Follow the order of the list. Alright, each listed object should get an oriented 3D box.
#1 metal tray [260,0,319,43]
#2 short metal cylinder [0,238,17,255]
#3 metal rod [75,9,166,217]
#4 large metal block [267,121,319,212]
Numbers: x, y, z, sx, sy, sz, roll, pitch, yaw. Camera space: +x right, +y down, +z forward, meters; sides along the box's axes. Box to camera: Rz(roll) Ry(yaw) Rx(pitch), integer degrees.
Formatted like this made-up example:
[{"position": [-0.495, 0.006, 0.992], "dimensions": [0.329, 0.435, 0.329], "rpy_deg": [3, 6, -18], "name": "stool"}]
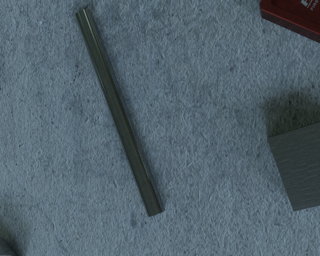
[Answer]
[{"position": [0.183, -0.170, 0.341], "dimensions": [0.090, 0.030, 0.129], "rpy_deg": [32, 100, 16], "name": "metal tray"}, {"position": [-0.261, 0.214, 0.469], "dimensions": [0.050, 0.080, 0.080], "rpy_deg": [46, 104, 14], "name": "short metal cylinder"}, {"position": [-0.057, -0.026, 0.428], "dimensions": [0.025, 0.025, 0.299], "rpy_deg": [-23, 83, 18], "name": "metal rod"}, {"position": [0.170, 0.036, 0.336], "dimensions": [0.080, 0.050, 0.080], "rpy_deg": [-20, 84, 18], "name": "large metal block"}]
